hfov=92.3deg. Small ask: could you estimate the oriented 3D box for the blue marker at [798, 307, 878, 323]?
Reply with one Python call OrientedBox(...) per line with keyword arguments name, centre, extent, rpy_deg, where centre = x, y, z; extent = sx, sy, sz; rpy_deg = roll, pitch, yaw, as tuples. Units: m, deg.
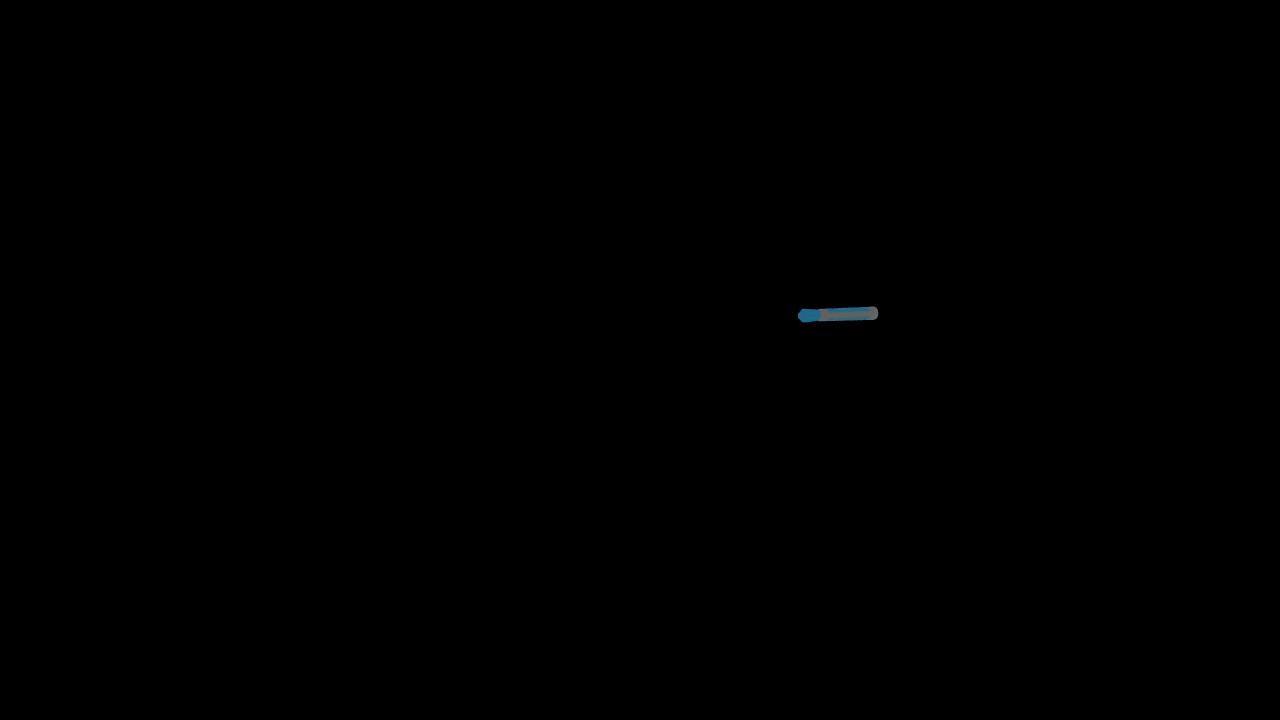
OrientedBox(name="blue marker", centre=(0.272, -0.063, 0.846), extent=(0.121, 0.020, 0.020), rpy_deg=(-3, 1, -18))
